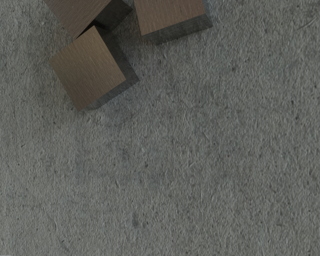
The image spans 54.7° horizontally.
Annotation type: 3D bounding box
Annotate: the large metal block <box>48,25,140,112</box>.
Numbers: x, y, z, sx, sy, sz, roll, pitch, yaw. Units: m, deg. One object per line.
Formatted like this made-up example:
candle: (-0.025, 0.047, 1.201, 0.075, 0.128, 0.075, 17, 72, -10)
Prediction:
large metal block: (-0.088, -0.078, 0.422, 0.080, 0.050, 0.080, -31, 88, 17)

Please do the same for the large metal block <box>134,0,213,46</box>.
large metal block: (0.015, -0.160, 0.390, 0.080, 0.050, 0.080, -14, 86, 19)

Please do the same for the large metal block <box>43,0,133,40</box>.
large metal block: (-0.100, -0.172, 0.431, 0.080, 0.050, 0.080, -42, 77, 15)
